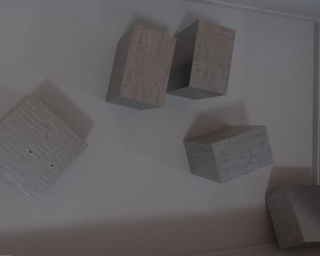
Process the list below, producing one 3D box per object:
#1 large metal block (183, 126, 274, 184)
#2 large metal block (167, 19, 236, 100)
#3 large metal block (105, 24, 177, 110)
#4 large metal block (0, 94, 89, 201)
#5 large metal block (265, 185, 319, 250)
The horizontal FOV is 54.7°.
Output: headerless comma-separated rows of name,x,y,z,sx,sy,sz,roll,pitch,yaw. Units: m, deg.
large metal block,0.089,0.031,0.416,0.081,0.080,0.050,-17,96,-20
large metal block,0.048,-0.083,0.400,0.050,0.080,0.080,10,87,-20
large metal block,-0.026,-0.067,0.372,0.050,0.080,0.080,12,86,-20
large metal block,-0.140,0.020,0.346,0.080,0.050,0.080,46,76,-15
large metal block,0.216,0.132,0.461,0.081,0.050,0.080,5,58,-20
